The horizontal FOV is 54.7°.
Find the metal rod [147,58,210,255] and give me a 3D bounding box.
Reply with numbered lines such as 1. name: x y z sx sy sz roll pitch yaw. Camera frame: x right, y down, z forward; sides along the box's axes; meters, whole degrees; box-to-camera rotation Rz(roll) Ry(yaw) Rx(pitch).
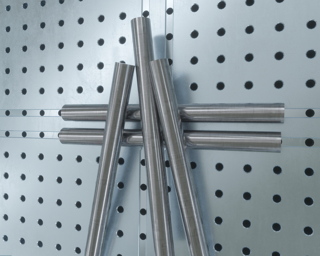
1. metal rod: 0.029 0.065 0.382 0.025 0.025 0.298 -11 93 19

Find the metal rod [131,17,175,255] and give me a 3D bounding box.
1. metal rod: -0.009 0.012 0.389 0.025 0.025 0.298 -7 88 19

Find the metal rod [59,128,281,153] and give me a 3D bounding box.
1. metal rod: -0.001 0.014 0.412 0.301 0.025 0.025 1 90 19

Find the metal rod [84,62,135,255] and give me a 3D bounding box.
1. metal rod: -0.072 0.063 0.417 0.025 0.025 0.298 15 102 19

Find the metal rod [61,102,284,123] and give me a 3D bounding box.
1. metal rod: 0.003 -0.020 0.411 0.301 0.025 0.025 1 90 19
